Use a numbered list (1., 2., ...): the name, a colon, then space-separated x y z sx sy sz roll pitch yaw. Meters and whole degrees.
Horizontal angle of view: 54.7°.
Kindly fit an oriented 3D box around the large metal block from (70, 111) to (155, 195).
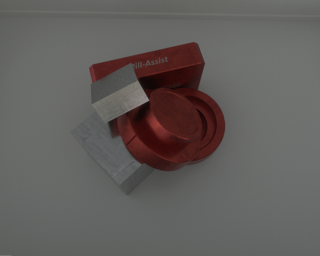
1. large metal block: -0.051 0.029 0.368 0.050 0.080 0.080 -42 76 -14

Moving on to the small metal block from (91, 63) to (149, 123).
1. small metal block: -0.043 -0.038 0.323 0.050 0.025 0.050 -27 33 3

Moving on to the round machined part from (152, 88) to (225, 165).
1. round machined part: 0.031 0.001 0.400 0.099 0.042 0.098 0 70 -1

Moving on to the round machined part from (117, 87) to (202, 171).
1. round machined part: 0.007 -0.005 0.340 0.099 0.042 0.098 24 43 -24

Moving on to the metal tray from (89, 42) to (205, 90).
1. metal tray: -0.015 -0.059 0.394 0.131 0.090 0.030 -14 72 -6
